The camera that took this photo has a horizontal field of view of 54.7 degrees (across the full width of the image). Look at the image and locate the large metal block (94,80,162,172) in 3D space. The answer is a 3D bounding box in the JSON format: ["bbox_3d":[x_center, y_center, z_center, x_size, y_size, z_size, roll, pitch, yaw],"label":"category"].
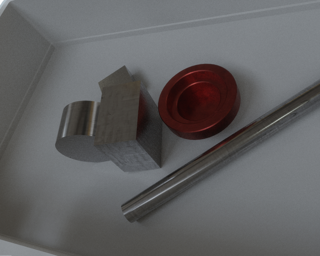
[{"bbox_3d":[-0.034,0.001,0.384,0.050,0.080,0.080,-8,58,17],"label":"large metal block"}]

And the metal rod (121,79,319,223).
[{"bbox_3d":[0.087,0.018,0.348,0.300,0.025,0.025,-33,52,6],"label":"metal rod"}]

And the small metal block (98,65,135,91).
[{"bbox_3d":[-0.061,-0.060,0.473,0.050,0.025,0.050,-32,52,7],"label":"small metal block"}]

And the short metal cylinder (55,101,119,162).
[{"bbox_3d":[-0.093,0.007,0.413,0.080,0.080,0.050,-11,57,22],"label":"short metal cylinder"}]

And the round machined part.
[{"bbox_3d":[0.051,-0.028,0.385,0.098,0.042,0.098,-13,56,20],"label":"round machined part"}]
